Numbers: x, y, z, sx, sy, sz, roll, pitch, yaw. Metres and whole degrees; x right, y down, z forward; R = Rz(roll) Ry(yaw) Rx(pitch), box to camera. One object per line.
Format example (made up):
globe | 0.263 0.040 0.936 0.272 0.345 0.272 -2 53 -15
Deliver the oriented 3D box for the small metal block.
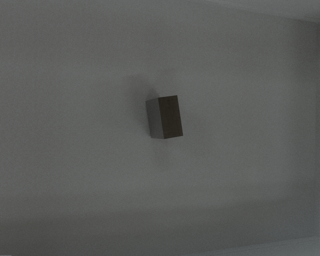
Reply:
small metal block | 0.004 -0.013 0.395 0.025 0.050 0.050 -9 93 -20
